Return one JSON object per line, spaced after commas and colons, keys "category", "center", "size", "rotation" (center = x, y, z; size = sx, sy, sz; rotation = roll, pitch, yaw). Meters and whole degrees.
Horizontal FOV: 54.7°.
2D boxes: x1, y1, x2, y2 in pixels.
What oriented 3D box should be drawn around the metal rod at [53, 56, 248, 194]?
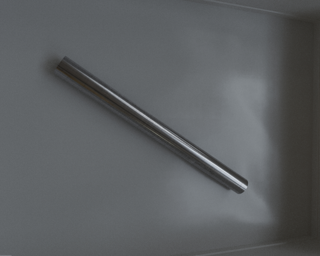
{"category": "metal rod", "center": [0.001, 0.005, 0.410], "size": [0.301, 0.025, 0.025], "rotation": [34, 79, -17]}
